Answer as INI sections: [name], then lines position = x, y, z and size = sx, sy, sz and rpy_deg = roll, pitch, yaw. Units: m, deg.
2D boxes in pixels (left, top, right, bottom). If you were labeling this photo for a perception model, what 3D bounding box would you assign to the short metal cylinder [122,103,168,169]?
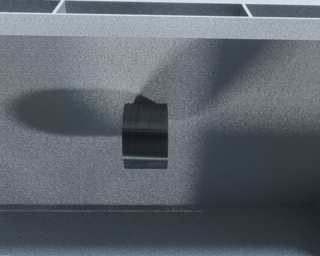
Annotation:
[short metal cylinder]
position = -0.017, 0.010, 0.378
size = 0.050, 0.080, 0.079
rpy_deg = 0, 130, -1
